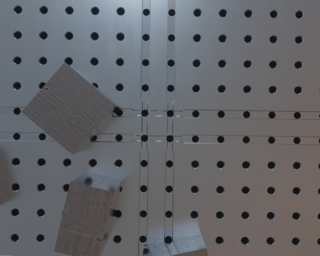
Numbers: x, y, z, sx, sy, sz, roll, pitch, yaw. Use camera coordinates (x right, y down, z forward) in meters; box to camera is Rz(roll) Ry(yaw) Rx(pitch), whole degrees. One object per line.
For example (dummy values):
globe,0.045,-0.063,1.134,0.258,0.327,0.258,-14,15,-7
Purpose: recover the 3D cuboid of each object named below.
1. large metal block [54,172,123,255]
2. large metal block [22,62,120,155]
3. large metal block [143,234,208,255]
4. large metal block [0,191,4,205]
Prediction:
large metal block,-0.085,0.104,0.385,0.050,0.080,0.080,13,90,0
large metal block,-0.111,-0.024,0.400,0.080,0.050,0.080,41,90,0
large metal block,0.026,0.193,0.401,0.080,0.050,0.080,-12,90,0
large metal block,-0.264,0.078,0.399,0.080,0.050,0.080,-18,90,0
